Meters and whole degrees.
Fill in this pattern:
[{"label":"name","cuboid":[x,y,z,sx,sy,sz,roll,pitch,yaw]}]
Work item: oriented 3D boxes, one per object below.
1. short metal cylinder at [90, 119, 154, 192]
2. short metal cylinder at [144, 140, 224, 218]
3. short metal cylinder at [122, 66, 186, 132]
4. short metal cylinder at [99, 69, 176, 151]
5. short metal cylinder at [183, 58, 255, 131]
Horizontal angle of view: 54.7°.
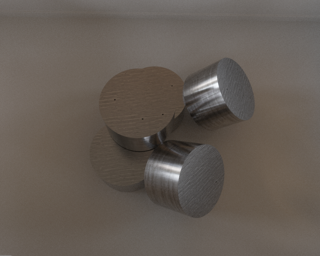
[{"label":"short metal cylinder","cuboid":[-0.041,0.035,0.382,0.081,0.050,0.080,0,70,0]},{"label":"short metal cylinder","cuboid":[0.029,0.055,0.352,0.050,0.080,0.080,5,63,45]},{"label":"short metal cylinder","cuboid":[-0.007,-0.033,0.406,0.081,0.050,0.080,0,70,0]},{"label":"short metal cylinder","cuboid":[-0.023,-0.019,0.347,0.081,0.050,0.080,0,70,0]},{"label":"short metal cylinder","cuboid":[0.075,-0.041,0.389,0.080,0.050,0.080,20,61,-40]}]
